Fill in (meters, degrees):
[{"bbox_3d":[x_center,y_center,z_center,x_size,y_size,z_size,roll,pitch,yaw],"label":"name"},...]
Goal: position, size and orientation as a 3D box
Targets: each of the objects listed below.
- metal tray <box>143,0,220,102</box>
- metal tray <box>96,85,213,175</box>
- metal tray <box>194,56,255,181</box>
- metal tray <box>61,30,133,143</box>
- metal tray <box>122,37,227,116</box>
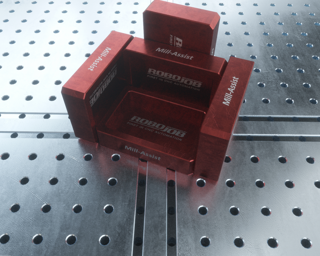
[{"bbox_3d":[0.026,-0.100,0.423,0.090,0.129,0.030,18,53,14],"label":"metal tray"},{"bbox_3d":[-0.005,-0.002,0.405,0.130,0.030,0.090,17,52,14],"label":"metal tray"},{"bbox_3d":[0.078,-0.013,0.376,0.030,0.090,0.130,17,52,14],"label":"metal tray"},{"bbox_3d":[-0.073,-0.056,0.412,0.030,0.090,0.130,17,52,14],"label":"metal tray"},{"bbox_3d":[0.018,-0.064,0.419,0.130,0.090,0.030,17,53,13],"label":"metal tray"}]
